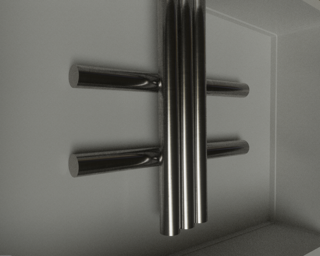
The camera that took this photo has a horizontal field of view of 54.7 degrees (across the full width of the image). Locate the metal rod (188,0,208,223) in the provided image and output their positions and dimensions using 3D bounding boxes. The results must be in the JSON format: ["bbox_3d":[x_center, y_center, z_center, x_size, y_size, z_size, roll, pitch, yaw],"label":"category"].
[{"bbox_3d":[0.049,-0.026,0.412,0.025,0.025,0.298,-1,91,-40],"label":"metal rod"}]

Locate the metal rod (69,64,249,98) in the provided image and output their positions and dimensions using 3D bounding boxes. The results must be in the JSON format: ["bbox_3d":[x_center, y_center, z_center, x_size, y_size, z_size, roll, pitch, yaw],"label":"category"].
[{"bbox_3d":[0.024,-0.059,0.425,0.302,0.025,0.025,-2,92,-40],"label":"metal rod"}]

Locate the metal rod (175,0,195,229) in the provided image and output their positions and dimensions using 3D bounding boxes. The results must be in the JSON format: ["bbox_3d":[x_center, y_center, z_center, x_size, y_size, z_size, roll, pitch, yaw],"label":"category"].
[{"bbox_3d":[0.031,-0.023,0.396,0.025,0.025,0.298,-1,91,-40],"label":"metal rod"}]

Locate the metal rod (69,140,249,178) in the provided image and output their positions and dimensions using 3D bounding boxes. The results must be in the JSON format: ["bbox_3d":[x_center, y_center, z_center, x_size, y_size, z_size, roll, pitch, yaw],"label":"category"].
[{"bbox_3d":[0.024,0.036,0.425,0.302,0.025,0.025,-2,91,-40],"label":"metal rod"}]

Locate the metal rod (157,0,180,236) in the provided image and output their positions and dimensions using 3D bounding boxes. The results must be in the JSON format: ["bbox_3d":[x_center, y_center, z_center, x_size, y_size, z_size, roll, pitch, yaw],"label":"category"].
[{"bbox_3d":[0.011,-0.021,0.380,0.025,0.025,0.298,-1,91,-40],"label":"metal rod"}]
